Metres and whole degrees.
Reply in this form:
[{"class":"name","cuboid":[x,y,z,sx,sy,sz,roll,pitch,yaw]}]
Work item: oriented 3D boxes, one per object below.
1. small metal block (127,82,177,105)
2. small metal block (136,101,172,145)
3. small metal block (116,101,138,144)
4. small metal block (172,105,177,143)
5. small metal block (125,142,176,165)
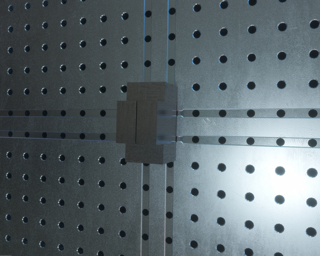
[{"class":"small metal block","cuboid":[-0.009,-0.044,0.402,0.050,0.050,0.025,2,91,20]},{"class":"small metal block","cuboid":[-0.006,-0.006,0.375,0.025,0.050,0.050,2,91,21]},{"class":"small metal block","cuboid":[-0.031,-0.007,0.384,0.025,0.050,0.050,2,91,20]},{"class":"small metal block","cuboid":[-0.006,-0.007,0.415,0.050,0.025,0.050,2,91,21]},{"class":"small metal block","cuboid":[-0.011,0.031,0.403,0.050,0.050,0.025,2,91,20]}]
